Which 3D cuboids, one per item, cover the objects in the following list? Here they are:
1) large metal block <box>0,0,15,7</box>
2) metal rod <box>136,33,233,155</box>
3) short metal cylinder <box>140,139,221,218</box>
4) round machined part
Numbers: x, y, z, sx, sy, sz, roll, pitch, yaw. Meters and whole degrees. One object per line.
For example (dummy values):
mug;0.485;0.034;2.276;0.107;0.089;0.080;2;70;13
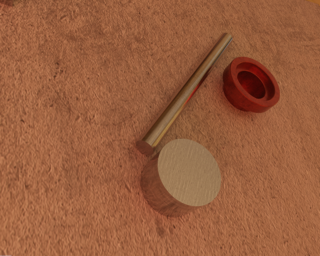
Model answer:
large metal block;-0.223;-0.215;0.399;0.081;0.050;0.080;13;56;-21
metal rod;0.051;-0.069;0.473;0.025;0.025;0.301;39;51;-2
short metal cylinder;0.024;0.059;0.364;0.081;0.050;0.080;14;56;-21
round machined part;0.144;-0.066;0.511;0.099;0.042;0.098;14;56;-21
